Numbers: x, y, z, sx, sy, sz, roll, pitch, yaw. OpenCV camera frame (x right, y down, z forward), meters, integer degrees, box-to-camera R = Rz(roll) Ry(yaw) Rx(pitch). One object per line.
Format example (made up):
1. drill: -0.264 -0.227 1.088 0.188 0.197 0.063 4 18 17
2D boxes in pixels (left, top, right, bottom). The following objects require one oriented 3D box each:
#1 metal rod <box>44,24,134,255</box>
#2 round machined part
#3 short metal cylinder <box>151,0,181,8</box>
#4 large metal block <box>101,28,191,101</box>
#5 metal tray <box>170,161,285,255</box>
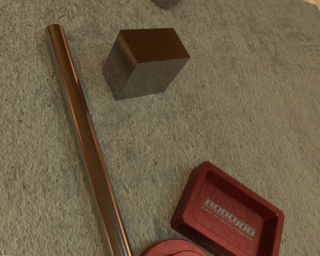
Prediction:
1. metal rod: -0.088 0.003 0.355 0.025 0.025 0.299 -8 66 -32
2. round machined part: 0.021 0.161 0.307 0.099 0.042 0.098 14 56 -21
3. short metal cylinder: 0.016 -0.258 0.537 0.080 0.080 0.050 39 51 -2
4. large metal block: -0.021 -0.084 0.410 0.081 0.080 0.050 -15 70 -34
5. metal tray: 0.087 0.112 0.380 0.130 0.030 0.090 34 51 -6
